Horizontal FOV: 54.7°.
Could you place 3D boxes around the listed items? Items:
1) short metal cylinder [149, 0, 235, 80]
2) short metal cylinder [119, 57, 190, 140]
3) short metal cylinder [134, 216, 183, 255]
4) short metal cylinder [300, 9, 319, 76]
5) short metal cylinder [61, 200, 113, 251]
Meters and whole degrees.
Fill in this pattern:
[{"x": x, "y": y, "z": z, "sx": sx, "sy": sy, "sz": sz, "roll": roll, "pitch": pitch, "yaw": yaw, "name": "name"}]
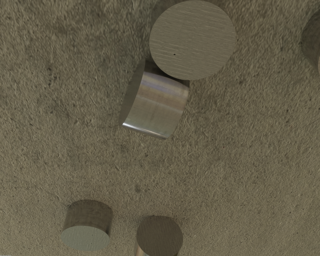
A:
[{"x": 0.030, "y": -0.095, "z": 0.310, "sx": 0.081, "sy": 0.050, "sz": 0.079, "roll": 0, "pitch": 130, "yaw": 0, "name": "short metal cylinder"}, {"x": -0.008, "y": -0.032, "z": 0.344, "sx": 0.050, "sy": 0.080, "sz": 0.079, "roll": 19, "pitch": 128, "yaw": -16, "name": "short metal cylinder"}, {"x": -0.004, "y": 0.203, "z": 0.544, "sx": 0.081, "sy": 0.080, "sz": 0.050, "roll": 6, "pitch": 130, "yaw": -5, "name": "short metal cylinder"}, {"x": 0.195, "y": -0.087, "z": 0.318, "sx": 0.081, "sy": 0.050, "sz": 0.079, "roll": 0, "pitch": 130, "yaw": 0, "name": "short metal cylinder"}, {"x": -0.124, "y": 0.168, "z": 0.533, "sx": 0.081, "sy": 0.050, "sz": 0.079, "roll": 0, "pitch": 130, "yaw": 0, "name": "short metal cylinder"}]
